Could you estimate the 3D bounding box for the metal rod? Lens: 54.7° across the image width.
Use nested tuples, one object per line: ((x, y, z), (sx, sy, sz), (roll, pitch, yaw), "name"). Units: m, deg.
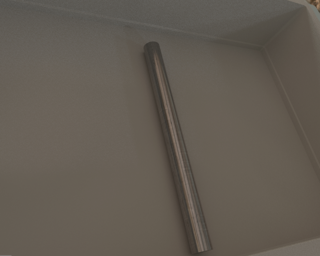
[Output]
((0.017, 0.007, 0.411), (0.025, 0.025, 0.299), (2, 61, -28), "metal rod")
